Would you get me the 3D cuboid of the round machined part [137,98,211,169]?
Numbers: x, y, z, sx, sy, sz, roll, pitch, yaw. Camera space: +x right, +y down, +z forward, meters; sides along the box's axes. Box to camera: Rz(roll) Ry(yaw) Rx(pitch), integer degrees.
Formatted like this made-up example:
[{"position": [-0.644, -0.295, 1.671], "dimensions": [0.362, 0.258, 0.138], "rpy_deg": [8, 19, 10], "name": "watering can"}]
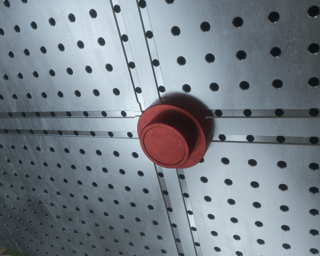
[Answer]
[{"position": [0.013, 0.014, 0.402], "dimensions": [0.098, 0.042, 0.097], "rpy_deg": [13, 124, 21], "name": "round machined part"}]
